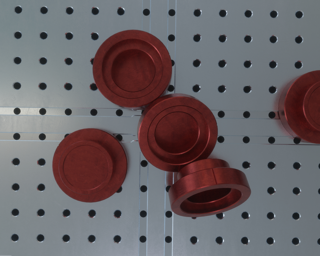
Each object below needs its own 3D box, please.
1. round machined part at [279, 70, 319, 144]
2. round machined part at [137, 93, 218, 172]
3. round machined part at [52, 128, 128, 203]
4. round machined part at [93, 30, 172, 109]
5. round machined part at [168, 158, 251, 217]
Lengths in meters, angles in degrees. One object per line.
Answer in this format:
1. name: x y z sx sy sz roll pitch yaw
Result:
1. round machined part: 0.212 -0.028 0.406 0.099 0.042 0.097 0 90 0
2. round machined part: 0.020 0.003 0.395 0.099 0.042 0.097 -3 108 -8
3. round machined part: -0.092 0.049 0.404 0.099 0.042 0.097 0 90 0
4. round machined part: -0.033 -0.073 0.402 0.098 0.042 0.098 0 86 2
5. round machined part: 0.059 0.073 0.387 0.098 0.098 0.042 -11 55 0
